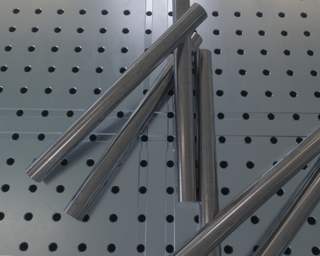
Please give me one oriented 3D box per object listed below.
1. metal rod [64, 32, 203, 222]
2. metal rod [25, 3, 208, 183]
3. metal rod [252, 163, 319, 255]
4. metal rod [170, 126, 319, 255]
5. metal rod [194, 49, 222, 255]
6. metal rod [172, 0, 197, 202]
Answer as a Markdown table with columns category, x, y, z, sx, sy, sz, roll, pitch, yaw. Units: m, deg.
| category | x | y | z | sx | sy | sz | roll | pitch | yaw |
| --- | --- | --- | --- | --- | --- | --- | --- | --- | --- |
| metal rod | -0.027 | -0.014 | 0.416 | 0.025 | 0.025 | 0.300 | 30 | 73 | 10 |
| metal rod | -0.053 | -0.046 | 0.396 | 0.300 | 0.025 | 0.025 | -45 | 76 | -2 |
| metal rod | 0.165 | 0.104 | 0.374 | 0.025 | 0.025 | 0.301 | 40 | 75 | 13 |
| metal rod | 0.114 | 0.079 | 0.364 | 0.301 | 0.025 | 0.025 | -34 | 74 | -19 |
| metal rod | 0.060 | 0.032 | 0.400 | 0.025 | 0.025 | 0.299 | 1 | 70 | 0 |
| metal rod | 0.031 | -0.056 | 0.411 | 0.025 | 0.025 | 0.299 | -1 | 78 | 0 |
